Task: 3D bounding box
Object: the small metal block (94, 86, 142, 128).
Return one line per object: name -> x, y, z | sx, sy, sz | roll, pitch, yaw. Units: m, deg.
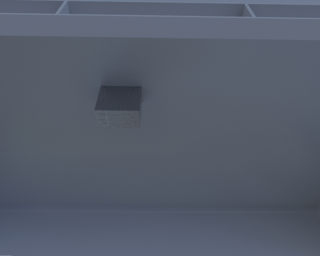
small metal block -> -0.048, -0.026, 0.370 | 0.050, 0.050, 0.025 | 1, 130, -1
